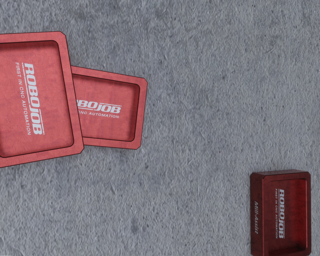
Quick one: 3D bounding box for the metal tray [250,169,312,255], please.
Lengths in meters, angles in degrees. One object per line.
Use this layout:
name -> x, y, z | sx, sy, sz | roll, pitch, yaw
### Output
metal tray -> 0.186, 0.132, 0.474 | 0.091, 0.030, 0.129 | -1, 90, -20

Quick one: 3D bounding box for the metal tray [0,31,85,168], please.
metal tray -> -0.136, -0.030, 0.323 | 0.091, 0.030, 0.129 | -10, 93, -20

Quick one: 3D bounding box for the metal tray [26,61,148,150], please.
metal tray -> -0.085, -0.024, 0.374 | 0.131, 0.030, 0.089 | 7, 88, -20
